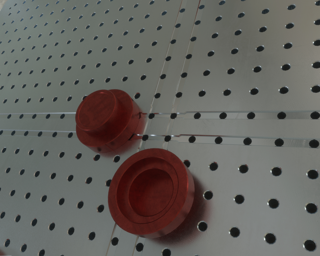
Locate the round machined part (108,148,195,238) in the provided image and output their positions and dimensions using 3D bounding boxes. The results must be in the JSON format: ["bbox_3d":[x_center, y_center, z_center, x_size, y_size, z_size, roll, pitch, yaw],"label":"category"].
[{"bbox_3d":[-0.007,0.076,0.355,0.098,0.042,0.098,-13,56,21],"label":"round machined part"}]

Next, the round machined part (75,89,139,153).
[{"bbox_3d":[-0.083,-0.017,0.453,0.098,0.042,0.098,-13,56,21],"label":"round machined part"}]
